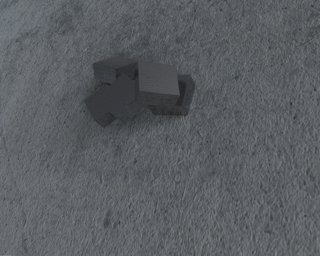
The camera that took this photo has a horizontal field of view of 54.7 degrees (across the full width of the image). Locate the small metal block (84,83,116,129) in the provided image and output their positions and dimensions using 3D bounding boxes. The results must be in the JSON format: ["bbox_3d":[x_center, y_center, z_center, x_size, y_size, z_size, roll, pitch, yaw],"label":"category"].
[{"bbox_3d":[-0.080,-0.035,0.467,0.050,0.025,0.050,-38,51,2],"label":"small metal block"}]

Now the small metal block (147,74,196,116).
[{"bbox_3d":[0.017,-0.044,0.423,0.050,0.025,0.050,2,63,29],"label":"small metal block"}]

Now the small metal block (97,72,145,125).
[{"bbox_3d":[-0.049,-0.040,0.421,0.050,0.025,0.050,-44,51,-3],"label":"small metal block"}]

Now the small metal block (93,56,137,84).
[{"bbox_3d":[-0.067,-0.090,0.479,0.050,0.025,0.050,20,36,35],"label":"small metal block"}]

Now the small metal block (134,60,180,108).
[{"bbox_3d":[-0.005,-0.056,0.393,0.050,0.025,0.050,5,56,-15],"label":"small metal block"}]
